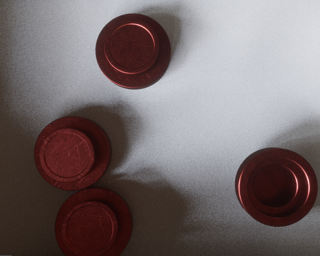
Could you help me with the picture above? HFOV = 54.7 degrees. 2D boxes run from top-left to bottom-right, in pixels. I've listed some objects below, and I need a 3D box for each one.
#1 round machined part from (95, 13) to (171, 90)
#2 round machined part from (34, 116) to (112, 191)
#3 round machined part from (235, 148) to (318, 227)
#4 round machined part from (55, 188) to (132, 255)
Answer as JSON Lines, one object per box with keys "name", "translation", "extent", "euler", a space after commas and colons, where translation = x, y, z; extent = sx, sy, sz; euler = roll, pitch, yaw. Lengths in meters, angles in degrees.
{"name": "round machined part", "translation": [-0.035, -0.101, 0.402], "extent": [0.099, 0.042, 0.097], "euler": [0, 90, 0]}
{"name": "round machined part", "translation": [-0.115, 0.033, 0.402], "extent": [0.099, 0.042, 0.097], "euler": [0, 90, 0]}
{"name": "round machined part", "translation": [0.147, 0.074, 0.404], "extent": [0.099, 0.042, 0.097], "euler": [0, 90, 0]}
{"name": "round machined part", "translation": [-0.085, 0.126, 0.395], "extent": [0.099, 0.042, 0.098], "euler": [0, 81, -1]}
